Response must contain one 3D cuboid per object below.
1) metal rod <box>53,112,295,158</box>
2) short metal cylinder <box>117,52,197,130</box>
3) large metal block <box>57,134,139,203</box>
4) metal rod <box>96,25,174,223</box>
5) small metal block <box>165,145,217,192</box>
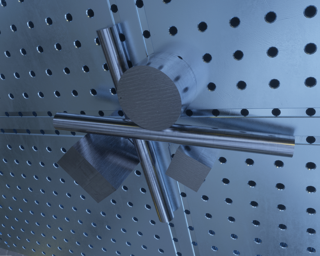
[{"bbox_3d":[0.005,0.006,0.387,0.301,0.025,0.025,6,121,16],"label":"metal rod"},{"bbox_3d":[-0.003,-0.044,0.368,0.080,0.050,0.079,13,124,20],"label":"short metal cylinder"},{"bbox_3d":[-0.082,0.045,0.443,0.080,0.080,0.050,46,129,-5],"label":"large metal block"},{"bbox_3d":[-0.027,0.011,0.431,0.025,0.025,0.298,-2,118,29],"label":"metal rod"},{"bbox_3d":[0.041,0.052,0.421,0.050,0.025,0.050,29,128,9],"label":"small metal block"}]
